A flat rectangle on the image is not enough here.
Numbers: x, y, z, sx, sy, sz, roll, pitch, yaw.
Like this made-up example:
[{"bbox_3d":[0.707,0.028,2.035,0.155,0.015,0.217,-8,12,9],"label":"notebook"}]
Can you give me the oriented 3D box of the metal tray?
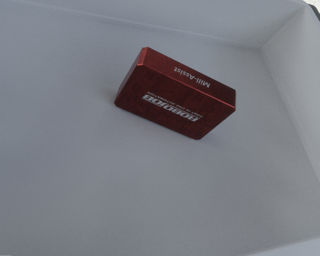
[{"bbox_3d":[0.018,-0.038,0.394,0.131,0.090,0.030,23,53,-16],"label":"metal tray"}]
